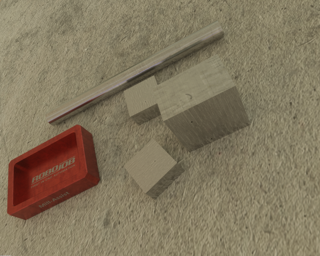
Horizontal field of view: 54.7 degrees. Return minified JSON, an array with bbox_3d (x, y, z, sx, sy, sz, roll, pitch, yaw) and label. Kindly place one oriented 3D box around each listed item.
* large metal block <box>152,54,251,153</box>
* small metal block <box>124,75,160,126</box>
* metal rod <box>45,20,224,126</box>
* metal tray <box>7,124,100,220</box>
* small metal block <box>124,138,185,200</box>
[{"bbox_3d":[0.049,-0.025,0.357,0.080,0.080,0.050,-26,53,11],"label":"large metal block"},{"bbox_3d":[-0.019,-0.039,0.436,0.050,0.025,0.050,-26,53,11],"label":"small metal block"},{"bbox_3d":[-0.045,-0.079,0.474,0.301,0.025,0.025,-26,53,11],"label":"metal rod"},{"bbox_3d":[-0.154,0.062,0.440,0.130,0.030,0.090,-27,52,10],"label":"metal tray"},{"bbox_3d":[-0.007,0.049,0.376,0.050,0.025,0.050,-44,51,-3],"label":"small metal block"}]
